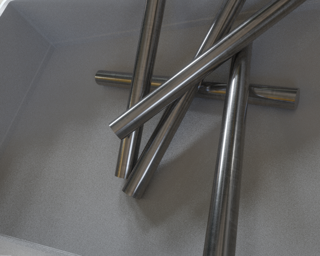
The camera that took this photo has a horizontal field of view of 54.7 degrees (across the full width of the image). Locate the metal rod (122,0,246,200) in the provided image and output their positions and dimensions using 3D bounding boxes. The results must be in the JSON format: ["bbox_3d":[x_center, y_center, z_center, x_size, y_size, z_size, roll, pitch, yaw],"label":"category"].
[{"bbox_3d":[0.036,-0.051,0.386,0.025,0.025,0.299,25,84,36],"label":"metal rod"}]

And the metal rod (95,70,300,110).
[{"bbox_3d":[0.028,-0.057,0.424,0.300,0.025,0.025,11,68,32],"label":"metal rod"}]

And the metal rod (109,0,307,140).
[{"bbox_3d":[0.068,-0.086,0.361,0.301,0.025,0.025,-37,51,0],"label":"metal rod"}]

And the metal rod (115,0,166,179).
[{"bbox_3d":[-0.018,-0.085,0.388,0.025,0.025,0.298,11,92,32],"label":"metal rod"}]

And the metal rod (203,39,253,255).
[{"bbox_3d":[0.076,-0.001,0.320,0.025,0.025,0.300,-4,52,26],"label":"metal rod"}]
